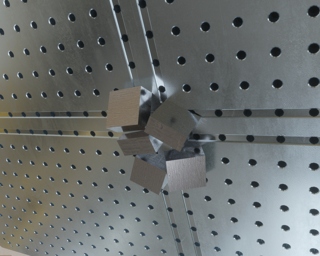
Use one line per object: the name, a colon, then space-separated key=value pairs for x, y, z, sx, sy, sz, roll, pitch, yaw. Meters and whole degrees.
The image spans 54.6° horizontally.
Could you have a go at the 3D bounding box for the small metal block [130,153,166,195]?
small metal block: x=-0.013 y=0.064 z=0.458 sx=0.050 sy=0.025 sz=0.050 roll=25 pitch=127 yaw=13

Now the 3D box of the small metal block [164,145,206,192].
small metal block: x=0.034 y=0.054 z=0.413 sx=0.050 sy=0.025 sz=0.050 roll=-8 pitch=119 yaw=-2

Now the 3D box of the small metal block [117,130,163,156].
small metal block: x=-0.021 y=0.010 z=0.412 sx=0.050 sy=0.050 sz=0.025 roll=-8 pitch=118 yaw=32

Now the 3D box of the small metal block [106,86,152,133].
small metal block: x=-0.040 y=-0.023 z=0.401 sx=0.050 sy=0.025 sz=0.050 roll=-6 pitch=72 yaw=31

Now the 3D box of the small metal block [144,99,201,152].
small metal block: x=0.016 y=-0.005 z=0.384 sx=0.050 sy=0.050 sz=0.025 roll=29 pitch=128 yaw=9
